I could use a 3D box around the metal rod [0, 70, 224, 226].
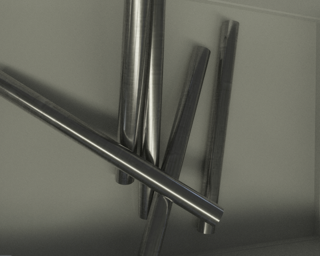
[{"bbox_3d":[-0.061,0.023,0.351,0.301,0.025,0.025,32,79,-3],"label":"metal rod"}]

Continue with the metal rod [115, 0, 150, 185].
[{"bbox_3d":[-0.029,-0.068,0.332,0.025,0.025,0.298,-3,117,-20],"label":"metal rod"}]

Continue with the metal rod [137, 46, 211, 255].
[{"bbox_3d":[0.019,0.032,0.393,0.025,0.025,0.299,21,74,-19],"label":"metal rod"}]

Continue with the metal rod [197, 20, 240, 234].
[{"bbox_3d":[0.083,-0.003,0.440,0.025,0.025,0.298,8,87,-20],"label":"metal rod"}]

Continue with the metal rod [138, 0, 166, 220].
[{"bbox_3d":[-0.010,-0.031,0.370,0.025,0.025,0.298,-3,105,-20],"label":"metal rod"}]
